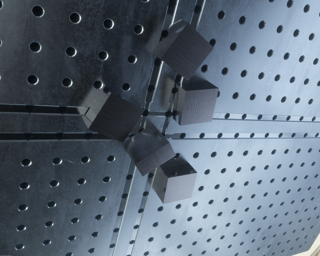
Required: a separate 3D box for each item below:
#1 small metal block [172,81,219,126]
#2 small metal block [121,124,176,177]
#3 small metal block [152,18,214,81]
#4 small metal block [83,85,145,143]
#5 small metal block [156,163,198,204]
[{"bbox_3d":[0.047,-0.034,0.418,0.050,0.025,0.050,-8,122,-25],"label":"small metal block"},{"bbox_3d":[-0.016,0.028,0.405,0.050,0.050,0.025,-32,129,-8],"label":"small metal block"},{"bbox_3d":[0.028,-0.093,0.370,0.050,0.025,0.050,31,101,-38],"label":"small metal block"},{"bbox_3d":[-0.055,-0.016,0.372,0.050,0.025,0.050,26,104,-38],"label":"small metal block"},{"bbox_3d":[0.026,0.086,0.481,0.050,0.025,0.050,-6,121,-26],"label":"small metal block"}]
